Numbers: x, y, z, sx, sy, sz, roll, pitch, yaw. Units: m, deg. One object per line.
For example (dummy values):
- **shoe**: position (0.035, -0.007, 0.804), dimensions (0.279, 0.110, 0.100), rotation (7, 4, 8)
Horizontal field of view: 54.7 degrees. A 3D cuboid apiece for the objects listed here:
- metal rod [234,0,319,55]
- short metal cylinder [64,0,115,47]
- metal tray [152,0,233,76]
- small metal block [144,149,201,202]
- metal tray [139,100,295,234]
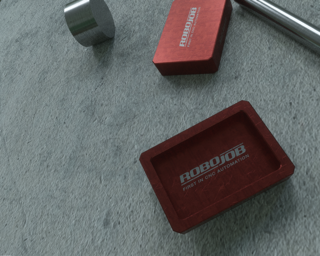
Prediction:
- **metal rod**: position (0.189, -0.104, 0.368), dimensions (0.025, 0.025, 0.300), rotation (-38, 51, 2)
- **short metal cylinder**: position (-0.122, -0.190, 0.547), dimensions (0.050, 0.080, 0.080), rotation (-16, 56, 19)
- **metal tray**: position (0.050, -0.140, 0.459), dimensions (0.090, 0.030, 0.130), rotation (3, 63, 29)
- **small metal block**: position (0.018, 0.050, 0.363), dimensions (0.050, 0.025, 0.050), rotation (28, 77, 37)
- **metal tray**: position (0.056, 0.040, 0.321), dimensions (0.130, 0.030, 0.090), rotation (-28, 66, 0)
